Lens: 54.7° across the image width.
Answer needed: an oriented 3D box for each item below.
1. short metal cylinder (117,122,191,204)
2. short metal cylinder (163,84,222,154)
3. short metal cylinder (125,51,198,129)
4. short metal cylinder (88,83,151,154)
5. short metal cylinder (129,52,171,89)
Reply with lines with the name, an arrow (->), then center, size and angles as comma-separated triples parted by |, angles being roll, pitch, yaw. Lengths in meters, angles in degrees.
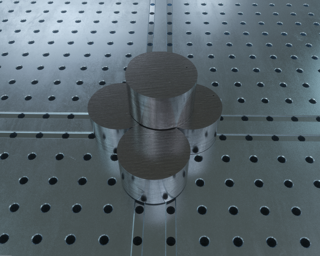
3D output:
short metal cylinder -> -0.007, 0.039, 0.357 | 0.081, 0.050, 0.080 | 0, 48, 0
short metal cylinder -> 0.037, -0.013, 0.401 | 0.081, 0.050, 0.080 | 0, 50, 0
short metal cylinder -> 0.002, -0.045, 0.363 | 0.081, 0.050, 0.080 | 0, 50, 0
short metal cylinder -> -0.049, -0.013, 0.402 | 0.081, 0.050, 0.080 | 0, 50, 0
short metal cylinder -> -0.006, -0.065, 0.446 | 0.081, 0.050, 0.080 | 1, 50, -1
